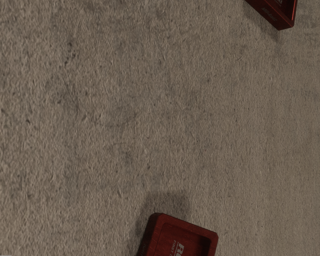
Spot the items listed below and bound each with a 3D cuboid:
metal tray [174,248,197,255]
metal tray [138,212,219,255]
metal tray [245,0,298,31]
[{"bbox_3d":[0.032,0.249,0.431,0.090,0.030,0.130,45,63,-31],"label":"metal tray"},{"bbox_3d":[0.014,0.183,0.388,0.090,0.030,0.130,24,69,-15],"label":"metal tray"},{"bbox_3d":[0.212,-0.254,0.582,0.131,0.030,0.090,19,78,-39],"label":"metal tray"}]
